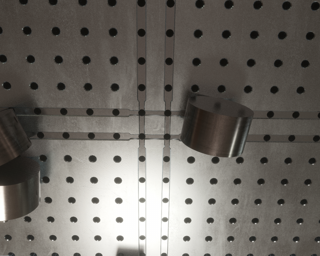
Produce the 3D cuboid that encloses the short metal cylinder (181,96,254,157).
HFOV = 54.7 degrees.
[{"bbox_3d":[0.069,-0.004,0.384,0.081,0.080,0.050,9,110,-4],"label":"short metal cylinder"}]

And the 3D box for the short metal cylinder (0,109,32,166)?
[{"bbox_3d":[-0.211,0.015,0.387,0.080,0.080,0.050,-19,109,6],"label":"short metal cylinder"}]

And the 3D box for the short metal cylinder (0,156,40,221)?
[{"bbox_3d":[-0.202,0.077,0.410,0.081,0.080,0.050,7,110,-3],"label":"short metal cylinder"}]
